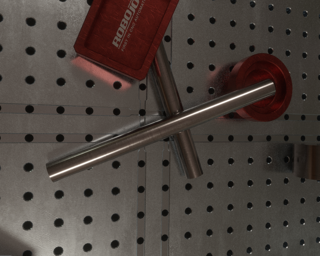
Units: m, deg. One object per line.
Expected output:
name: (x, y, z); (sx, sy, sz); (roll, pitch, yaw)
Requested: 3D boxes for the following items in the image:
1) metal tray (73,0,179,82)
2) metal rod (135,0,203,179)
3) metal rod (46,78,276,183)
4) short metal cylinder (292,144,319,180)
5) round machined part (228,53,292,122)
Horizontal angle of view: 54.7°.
metal tray: (-0.036, -0.133, 0.376); (0.090, 0.030, 0.129); (23, 92, -8)
metal rod: (0.003, -0.075, 0.414); (0.025, 0.025, 0.298); (-20, 97, -19)
metal rod: (0.009, -0.001, 0.391); (0.302, 0.025, 0.025); (-21, 98, -10)
short metal cylinder: (0.248, 0.050, 0.477); (0.081, 0.080, 0.050); (1, 90, -20)
round machined part: (0.142, -0.058, 0.458); (0.099, 0.042, 0.097); (0, 90, -20)
